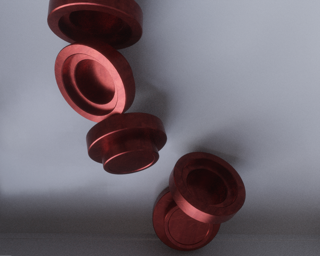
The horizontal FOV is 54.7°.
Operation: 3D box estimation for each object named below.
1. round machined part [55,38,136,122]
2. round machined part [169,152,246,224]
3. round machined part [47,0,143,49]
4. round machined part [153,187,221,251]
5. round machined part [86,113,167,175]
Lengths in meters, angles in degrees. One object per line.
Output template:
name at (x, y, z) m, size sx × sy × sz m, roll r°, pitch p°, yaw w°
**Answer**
round machined part at (-0.071, -0.058, 0.365) m, size 0.098 × 0.042 × 0.097 m, roll 15°, pitch 127°, yaw 21°
round machined part at (0.058, 0.082, 0.408) m, size 0.099 × 0.098 × 0.042 m, roll 17°, pitch 132°, yaw -7°
round machined part at (-0.068, -0.124, 0.334) m, size 0.099 × 0.098 × 0.042 m, roll 2°, pitch 79°, yaw -1°
round machined part at (0.039, 0.130, 0.440) m, size 0.099 × 0.042 × 0.097 m, roll 0°, pitch 97°, yaw -2°
round machined part at (-0.039, 0.025, 0.382) m, size 0.099 × 0.042 × 0.098 m, roll -12°, pitch 152°, yaw -6°
